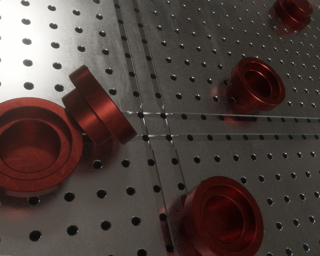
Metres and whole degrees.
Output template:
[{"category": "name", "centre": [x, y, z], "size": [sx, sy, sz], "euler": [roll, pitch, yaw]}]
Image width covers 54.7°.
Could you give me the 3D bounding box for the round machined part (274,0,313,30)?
[{"category": "round machined part", "centre": [0.332, -0.290, 0.758], "size": [0.099, 0.042, 0.098], "euler": [14, 56, -21]}]

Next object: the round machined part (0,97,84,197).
[{"category": "round machined part", "centre": [-0.130, 0.021, 0.311], "size": [0.099, 0.042, 0.098], "euler": [10, 61, -19]}]

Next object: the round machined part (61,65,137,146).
[{"category": "round machined part", "centre": [-0.072, -0.019, 0.347], "size": [0.042, 0.098, 0.098], "euler": [-38, 82, -5]}]

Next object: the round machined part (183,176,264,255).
[{"category": "round machined part", "centre": [0.071, 0.111, 0.370], "size": [0.099, 0.042, 0.098], "euler": [14, 56, -21]}]

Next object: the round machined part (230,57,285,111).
[{"category": "round machined part", "centre": [0.161, -0.070, 0.529], "size": [0.099, 0.042, 0.098], "euler": [14, 56, -21]}]
